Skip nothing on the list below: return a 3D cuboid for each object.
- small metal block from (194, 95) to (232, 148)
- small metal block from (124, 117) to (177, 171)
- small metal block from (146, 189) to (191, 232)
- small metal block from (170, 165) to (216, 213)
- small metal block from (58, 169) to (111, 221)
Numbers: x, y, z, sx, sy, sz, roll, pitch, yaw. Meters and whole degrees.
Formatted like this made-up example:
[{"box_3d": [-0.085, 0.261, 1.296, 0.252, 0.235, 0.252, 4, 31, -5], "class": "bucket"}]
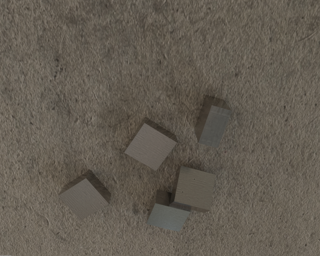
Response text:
[{"box_3d": [0.066, -0.010, 0.393, 0.025, 0.050, 0.050, 15, 109, -6], "class": "small metal block"}, {"box_3d": [-0.012, 0.021, 0.417, 0.050, 0.025, 0.050, 32, 107, -11], "class": "small metal block"}, {"box_3d": [0.012, 0.120, 0.446, 0.050, 0.025, 0.050, 16, 127, -6], "class": "small metal block"}, {"box_3d": [0.045, 0.085, 0.426, 0.050, 0.025, 0.050, 16, 65, -6], "class": "small metal block"}, {"box_3d": [-0.107, 0.096, 0.444, 0.050, 0.025, 0.050, -33, 107, 11], "class": "small metal block"}]
